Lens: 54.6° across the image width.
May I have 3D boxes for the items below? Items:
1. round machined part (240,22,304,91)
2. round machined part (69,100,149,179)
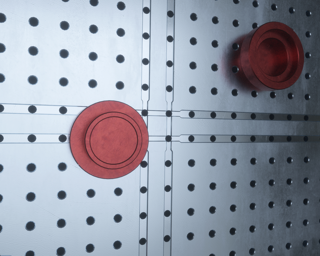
[{"bbox_3d":[0.161,-0.104,0.462,0.099,0.042,0.097,0,90,-20],"label":"round machined part"},{"bbox_3d":[-0.060,0.015,0.381,0.099,0.042,0.097,0,90,-20],"label":"round machined part"}]
